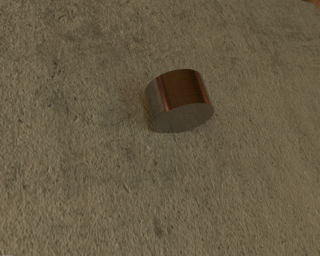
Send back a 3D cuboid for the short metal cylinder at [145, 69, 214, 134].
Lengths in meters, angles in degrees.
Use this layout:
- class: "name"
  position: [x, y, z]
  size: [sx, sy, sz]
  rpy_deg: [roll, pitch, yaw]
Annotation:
- class: "short metal cylinder"
  position: [0.025, -0.033, 0.405]
  size: [0.081, 0.080, 0.050]
  rpy_deg: [-1, 63, -29]
